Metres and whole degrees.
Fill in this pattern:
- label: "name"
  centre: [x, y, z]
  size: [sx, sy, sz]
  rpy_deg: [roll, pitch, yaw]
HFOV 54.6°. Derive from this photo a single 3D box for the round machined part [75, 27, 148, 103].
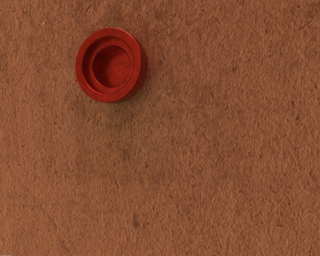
- label: "round machined part"
  centre: [-0.062, -0.082, 0.422]
  size: [0.098, 0.042, 0.097]
  rpy_deg: [0, 90, 20]
